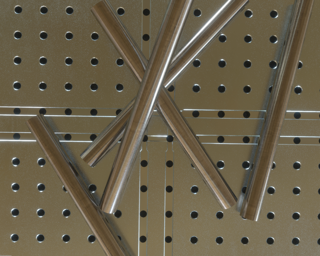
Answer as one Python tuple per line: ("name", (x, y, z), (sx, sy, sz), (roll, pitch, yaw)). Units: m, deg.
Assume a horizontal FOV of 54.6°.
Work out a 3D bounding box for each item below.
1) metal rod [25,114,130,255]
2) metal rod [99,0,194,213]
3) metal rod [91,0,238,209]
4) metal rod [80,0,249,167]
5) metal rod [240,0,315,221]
("metal rod", (-0.089, 0.115, 0.412), (0.025, 0.025, 0.299), (-31, 90, 0))
("metal rod", (-0.019, -0.026, 0.368), (0.025, 0.025, 0.298), (21, 108, 0))
("metal rod", (0.010, -0.023, 0.392), (0.025, 0.025, 0.299), (-34, 99, 0))
("metal rod", (0.006, -0.065, 0.413), (0.025, 0.025, 0.300), (43, 90, 0))
("metal rod", (0.156, -0.025, 0.414), (0.025, 0.025, 0.299), (14, 90, 0))
